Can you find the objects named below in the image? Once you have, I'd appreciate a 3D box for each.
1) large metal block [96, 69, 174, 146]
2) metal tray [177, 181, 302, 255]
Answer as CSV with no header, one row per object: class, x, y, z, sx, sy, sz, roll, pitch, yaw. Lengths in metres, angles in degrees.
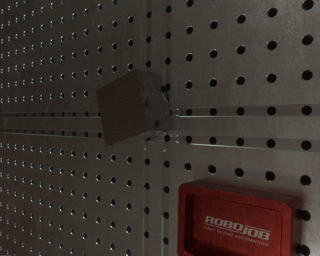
large metal block,-0.036,-0.025,0.420,0.080,0.050,0.080,-19,78,38
metal tray,0.080,0.112,0.338,0.130,0.030,0.089,2,91,39
